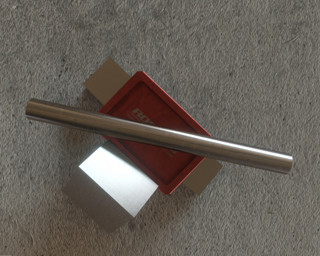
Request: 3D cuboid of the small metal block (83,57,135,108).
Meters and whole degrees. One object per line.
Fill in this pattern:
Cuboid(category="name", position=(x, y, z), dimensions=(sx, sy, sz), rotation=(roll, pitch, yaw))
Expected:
Cuboid(category="small metal block", position=(-0.064, -0.057, 0.410), dimensions=(0.050, 0.025, 0.050), rotation=(45, 90, -1))

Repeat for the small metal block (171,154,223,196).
Cuboid(category="small metal block", position=(0.046, 0.053, 0.411), dimensions=(0.050, 0.025, 0.050), rotation=(39, 90, -1))

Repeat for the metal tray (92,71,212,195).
Cuboid(category="metal tray", position=(-0.008, 0.006, 0.383), dimensions=(0.130, 0.030, 0.090), rotation=(44, 90, -1))

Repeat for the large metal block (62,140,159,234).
Cuboid(category="large metal block", position=(-0.062, 0.073, 0.374), dimensions=(0.080, 0.080, 0.050), rotation=(43, 48, 0))

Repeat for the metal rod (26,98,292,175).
Cuboid(category="metal rod", position=(0.000, 0.010, 0.356), dimensions=(0.302, 0.025, 0.025), rotation=(12, 90, -1))
